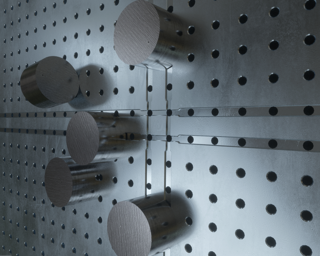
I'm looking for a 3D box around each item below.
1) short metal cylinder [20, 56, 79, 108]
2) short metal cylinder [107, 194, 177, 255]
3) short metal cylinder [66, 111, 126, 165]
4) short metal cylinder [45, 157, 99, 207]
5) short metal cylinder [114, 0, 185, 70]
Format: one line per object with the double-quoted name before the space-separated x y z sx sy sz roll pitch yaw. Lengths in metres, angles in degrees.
"short metal cylinder" -0.187 -0.077 0.528 0.050 0.081 0.080 -10 84 40
"short metal cylinder" -0.025 0.133 0.414 0.080 0.050 0.079 0 90 40
"short metal cylinder" -0.099 0.015 0.475 0.080 0.050 0.079 0 90 40
"short metal cylinder" -0.147 0.087 0.515 0.080 0.050 0.079 0 90 40
"short metal cylinder" -0.015 -0.119 0.405 0.080 0.050 0.079 0 90 40
